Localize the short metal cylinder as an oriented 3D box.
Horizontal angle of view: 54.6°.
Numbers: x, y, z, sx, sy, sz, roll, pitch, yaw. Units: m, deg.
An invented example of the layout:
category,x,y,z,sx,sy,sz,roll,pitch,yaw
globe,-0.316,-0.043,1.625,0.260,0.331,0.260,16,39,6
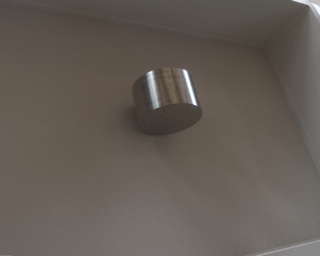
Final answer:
category,x,y,z,sx,sy,sz,roll,pitch,yaw
short metal cylinder,0.008,-0.031,0.389,0.081,0.080,0.050,2,61,-27
